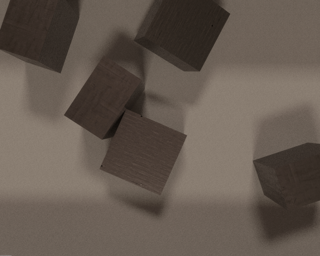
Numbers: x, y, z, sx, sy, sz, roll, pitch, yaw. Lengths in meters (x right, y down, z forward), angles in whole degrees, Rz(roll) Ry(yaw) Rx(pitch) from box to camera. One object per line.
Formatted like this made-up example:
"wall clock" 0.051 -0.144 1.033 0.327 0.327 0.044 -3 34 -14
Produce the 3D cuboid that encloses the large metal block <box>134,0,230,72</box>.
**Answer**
"large metal block" 0.026 -0.126 0.387 0.080 0.050 0.080 27 90 -21

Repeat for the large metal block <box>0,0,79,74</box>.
"large metal block" -0.147 -0.120 0.382 0.050 0.080 0.080 18 90 0

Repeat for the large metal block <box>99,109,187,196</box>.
"large metal block" -0.020 0.029 0.399 0.080 0.050 0.080 24 90 -1

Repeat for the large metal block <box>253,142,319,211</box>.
"large metal block" 0.174 0.056 0.386 0.080 0.080 0.050 -18 90 0

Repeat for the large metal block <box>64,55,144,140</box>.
"large metal block" -0.064 -0.034 0.383 0.050 0.080 0.080 33 90 0
